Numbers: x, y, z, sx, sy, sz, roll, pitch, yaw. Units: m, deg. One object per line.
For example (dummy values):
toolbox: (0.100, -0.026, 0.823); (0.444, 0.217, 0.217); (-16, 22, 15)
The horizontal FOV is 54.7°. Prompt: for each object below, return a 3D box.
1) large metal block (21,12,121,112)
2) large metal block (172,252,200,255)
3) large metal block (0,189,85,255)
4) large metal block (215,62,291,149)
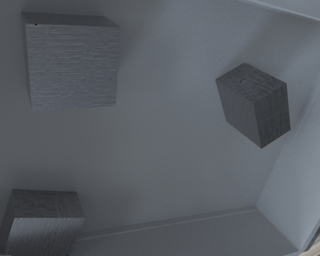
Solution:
large metal block: (-0.088, -0.066, 0.305); (0.081, 0.050, 0.079); (-7, 122, -26)
large metal block: (0.040, 0.295, 0.602); (0.081, 0.050, 0.079); (7, 115, -32)
large metal block: (-0.151, 0.126, 0.389); (0.081, 0.050, 0.079); (11, 113, -34)
large metal block: (0.128, -0.032, 0.425); (0.050, 0.080, 0.080); (-31, 129, -9)
